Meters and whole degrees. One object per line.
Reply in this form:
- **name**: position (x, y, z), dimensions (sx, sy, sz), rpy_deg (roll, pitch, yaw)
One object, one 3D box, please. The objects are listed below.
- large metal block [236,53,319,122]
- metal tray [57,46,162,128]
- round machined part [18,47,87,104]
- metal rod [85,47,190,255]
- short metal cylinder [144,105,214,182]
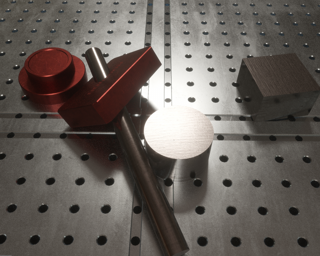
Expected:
- **large metal block**: position (0.165, -0.059, 0.443), dimensions (0.081, 0.050, 0.080), rpy_deg (-7, 51, -7)
- **metal tray**: position (-0.066, -0.056, 0.420), dimensions (0.090, 0.030, 0.130), rpy_deg (-5, 39, 44)
- **round machined part**: position (-0.162, -0.084, 0.465), dimensions (0.099, 0.042, 0.098), rpy_deg (0, 50, 0)
- **metal rod**: position (-0.040, 0.008, 0.378), dimensions (0.025, 0.025, 0.299), rpy_deg (-18, 59, -15)
- **short metal cylinder**: position (0.022, 0.019, 0.376), dimensions (0.081, 0.050, 0.080), rpy_deg (0, 50, 0)
